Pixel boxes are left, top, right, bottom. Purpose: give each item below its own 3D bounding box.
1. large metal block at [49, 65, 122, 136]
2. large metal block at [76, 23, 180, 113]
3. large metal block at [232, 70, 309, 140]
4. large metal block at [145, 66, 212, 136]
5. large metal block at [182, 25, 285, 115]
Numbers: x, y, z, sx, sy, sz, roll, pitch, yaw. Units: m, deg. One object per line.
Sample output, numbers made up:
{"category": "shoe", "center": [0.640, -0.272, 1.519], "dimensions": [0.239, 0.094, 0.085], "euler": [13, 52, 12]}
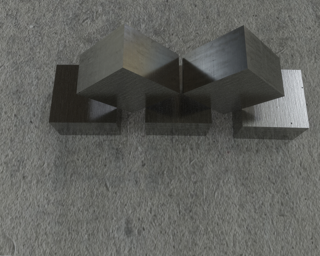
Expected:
{"category": "large metal block", "center": [-0.093, -0.035, 0.408], "dimensions": [0.081, 0.050, 0.080], "euler": [0, 70, 0]}
{"category": "large metal block", "center": [-0.035, -0.061, 0.349], "dimensions": [0.080, 0.080, 0.050], "euler": [18, 63, -42]}
{"category": "large metal block", "center": [0.140, -0.030, 0.409], "dimensions": [0.081, 0.050, 0.080], "euler": [1, 70, 0]}
{"category": "large metal block", "center": [0.023, -0.035, 0.409], "dimensions": [0.081, 0.050, 0.080], "euler": [1, 70, 0]}
{"category": "large metal block", "center": [0.082, -0.060, 0.352], "dimensions": [0.080, 0.080, 0.050], "euler": [-18, 63, 41]}
